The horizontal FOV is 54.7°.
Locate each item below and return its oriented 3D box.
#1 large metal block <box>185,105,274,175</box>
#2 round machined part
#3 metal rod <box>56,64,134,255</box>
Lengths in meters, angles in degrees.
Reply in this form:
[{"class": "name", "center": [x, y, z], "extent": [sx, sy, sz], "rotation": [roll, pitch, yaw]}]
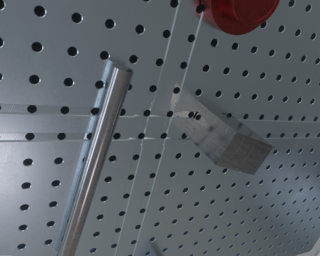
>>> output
[{"class": "large metal block", "center": [0.097, 0.017, 0.439], "extent": [0.081, 0.080, 0.050], "rotation": [18, 109, -35]}, {"class": "round machined part", "center": [0.100, -0.157, 0.358], "extent": [0.099, 0.042, 0.097], "rotation": [-14, 124, -21]}, {"class": "metal rod", "center": [-0.091, 0.063, 0.400], "extent": [0.025, 0.025, 0.298], "rotation": [7, 115, -32]}]
